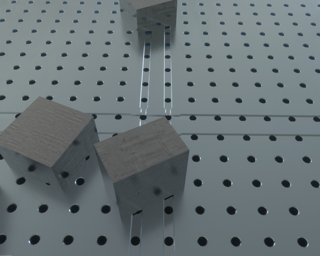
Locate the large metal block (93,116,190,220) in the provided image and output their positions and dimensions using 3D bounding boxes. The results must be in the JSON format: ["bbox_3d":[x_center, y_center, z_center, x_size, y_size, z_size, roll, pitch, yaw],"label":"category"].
[{"bbox_3d":[-0.019,0.044,0.335,0.081,0.080,0.050,-22,54,-18],"label":"large metal block"}]

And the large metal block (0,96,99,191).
[{"bbox_3d":[-0.133,0.016,0.376,0.080,0.050,0.080,20,53,15],"label":"large metal block"}]

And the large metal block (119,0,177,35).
[{"bbox_3d":[-0.023,-0.228,0.582,0.081,0.050,0.080,-22,54,-18],"label":"large metal block"}]
